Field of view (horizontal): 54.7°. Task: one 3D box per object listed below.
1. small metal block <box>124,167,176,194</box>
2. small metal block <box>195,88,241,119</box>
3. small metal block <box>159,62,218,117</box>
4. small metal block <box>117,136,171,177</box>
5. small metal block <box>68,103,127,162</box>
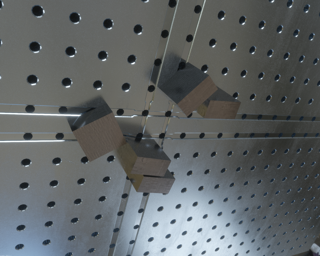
[{"bbox_3d":[-0.015,0.064,0.428,0.050,0.050,0.025,11,113,-33],"label":"small metal block"},{"bbox_3d":[0.070,-0.035,0.414,0.050,0.050,0.025,0,118,-29],"label":"small metal block"},{"bbox_3d":[0.034,-0.049,0.385,0.050,0.050,0.025,-42,130,0],"label":"small metal block"},{"bbox_3d":[-0.021,0.037,0.408,0.050,0.050,0.025,11,113,-33],"label":"small metal block"},{"bbox_3d":[-0.075,0.006,0.375,0.050,0.025,0.050,-27,128,-12],"label":"small metal block"}]
